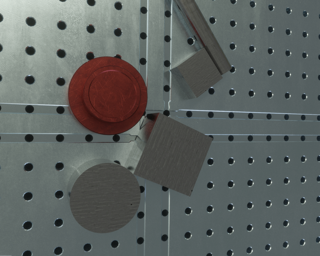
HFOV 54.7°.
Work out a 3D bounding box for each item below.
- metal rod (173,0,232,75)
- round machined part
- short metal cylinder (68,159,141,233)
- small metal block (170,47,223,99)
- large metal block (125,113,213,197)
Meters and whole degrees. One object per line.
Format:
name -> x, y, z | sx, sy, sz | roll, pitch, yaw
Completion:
metal rod -> 0.014, -0.204, 0.418 | 0.025, 0.025, 0.299 | -36, 102, -17
round machined part -> -0.062, -0.040, 0.381 | 0.099, 0.042, 0.097 | 0, 90, -21
short metal cylinder -> -0.069, 0.079, 0.375 | 0.081, 0.050, 0.079 | 0, 90, -21
small metal block -> 0.051, -0.076, 0.433 | 0.050, 0.025, 0.050 | -38, 103, -16
large metal block -> 0.010, 0.034, 0.404 | 0.080, 0.050, 0.080 | 25, 82, -19
